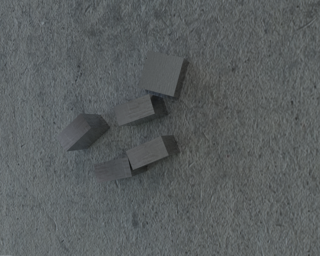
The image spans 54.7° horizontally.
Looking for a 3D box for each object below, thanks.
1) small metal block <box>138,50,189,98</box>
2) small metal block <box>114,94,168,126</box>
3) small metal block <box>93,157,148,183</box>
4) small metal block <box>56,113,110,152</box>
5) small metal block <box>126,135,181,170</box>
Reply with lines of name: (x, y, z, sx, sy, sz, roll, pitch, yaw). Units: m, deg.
small metal block: (0.005, -0.070, 0.407, 0.050, 0.025, 0.050, 17, 96, 19)
small metal block: (-0.024, -0.022, 0.404, 0.050, 0.050, 0.025, -19, 84, 19)
small metal block: (-0.051, 0.053, 0.414, 0.050, 0.050, 0.025, -14, 86, 20)
small metal block: (-0.106, 0.006, 0.433, 0.050, 0.050, 0.025, -41, 77, 15)
small metal block: (-0.008, 0.031, 0.398, 0.050, 0.050, 0.025, -24, 82, 18)
